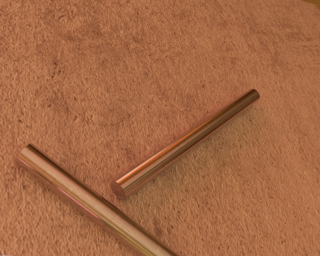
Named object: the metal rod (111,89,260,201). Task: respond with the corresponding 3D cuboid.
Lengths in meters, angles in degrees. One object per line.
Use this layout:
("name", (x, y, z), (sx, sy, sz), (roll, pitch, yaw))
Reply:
("metal rod", (0.056, 0.007, 0.431), (0.302, 0.025, 0.025), (-31, 79, -38))

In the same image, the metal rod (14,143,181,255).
("metal rod", (-0.020, 0.118, 0.322), (0.301, 0.025, 0.025), (38, 51, -3))
